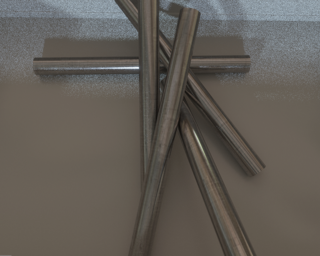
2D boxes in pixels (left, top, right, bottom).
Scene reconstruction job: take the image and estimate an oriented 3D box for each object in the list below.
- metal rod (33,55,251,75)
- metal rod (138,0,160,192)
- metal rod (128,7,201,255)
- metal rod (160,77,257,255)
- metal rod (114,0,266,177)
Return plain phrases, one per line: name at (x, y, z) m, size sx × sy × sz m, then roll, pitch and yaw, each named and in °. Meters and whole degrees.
metal rod at (-0.025, -0.090, 0.441) m, size 0.302 × 0.025 × 0.025 m, roll -1°, pitch 70°, yaw -1°
metal rod at (-0.013, -0.070, 0.372) m, size 0.025 × 0.025 × 0.298 m, roll -1°, pitch 94°, yaw 0°
metal rod at (0.005, 0.008, 0.358) m, size 0.025 × 0.025 × 0.298 m, roll 12°, pitch 86°, yaw 4°
metal rod at (0.045, 0.038, 0.328) m, size 0.025 × 0.025 × 0.300 m, roll -13°, pitch 45°, yaw -5°
metal rod at (0.035, -0.064, 0.410) m, size 0.025 × 0.025 × 0.299 m, roll -35°, pitch 82°, yaw -12°
